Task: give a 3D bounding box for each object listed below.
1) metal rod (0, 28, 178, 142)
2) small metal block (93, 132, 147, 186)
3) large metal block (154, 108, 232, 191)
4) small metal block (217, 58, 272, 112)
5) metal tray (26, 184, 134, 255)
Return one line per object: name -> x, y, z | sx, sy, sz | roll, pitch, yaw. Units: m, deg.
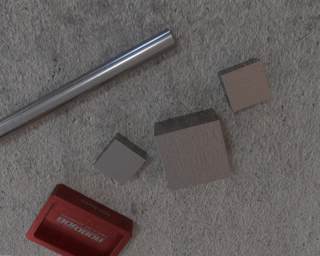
metal rod -> -0.118, -0.042, 0.392 | 0.301, 0.025, 0.025 | -26, 108, 9
small metal block -> -0.054, 0.043, 0.425 | 0.050, 0.025, 0.050 | 37, 106, -13
large metal block -> 0.042, 0.028, 0.407 | 0.080, 0.050, 0.080 | -15, 110, 5
small metal block -> 0.106, -0.055, 0.391 | 0.050, 0.025, 0.050 | -21, 109, 7
metal tray -> -0.117, 0.151, 0.461 | 0.130, 0.030, 0.090 | 31, 107, -11
